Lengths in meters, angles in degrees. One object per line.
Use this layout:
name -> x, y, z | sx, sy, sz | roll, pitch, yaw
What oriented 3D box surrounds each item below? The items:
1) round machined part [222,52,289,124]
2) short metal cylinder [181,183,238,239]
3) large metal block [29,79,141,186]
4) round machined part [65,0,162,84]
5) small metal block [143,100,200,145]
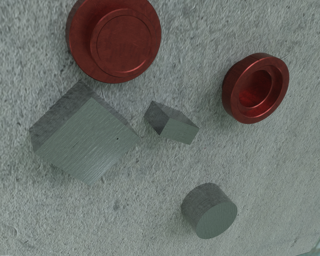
round machined part -> 0.127, -0.058, 0.432 | 0.099, 0.042, 0.097 | -14, 125, -21
short metal cylinder -> 0.083, 0.140, 0.525 | 0.081, 0.050, 0.079 | -14, 125, -21
large metal block -> -0.084, 0.007, 0.350 | 0.080, 0.050, 0.080 | -44, 130, 2
round machined part -> -0.042, -0.091, 0.318 | 0.099, 0.042, 0.097 | -14, 125, -21
small metal block -> 0.014, -0.007, 0.396 | 0.050, 0.050, 0.025 | 18, 109, -36
